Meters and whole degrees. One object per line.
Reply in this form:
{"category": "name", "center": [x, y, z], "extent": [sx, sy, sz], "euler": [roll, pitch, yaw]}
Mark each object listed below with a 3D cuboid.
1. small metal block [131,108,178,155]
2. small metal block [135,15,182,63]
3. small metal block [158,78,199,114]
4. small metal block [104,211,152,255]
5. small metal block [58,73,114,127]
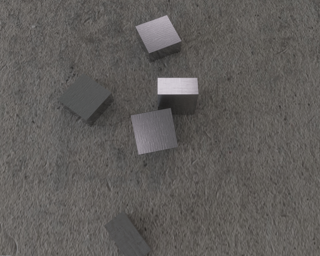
{"category": "small metal block", "center": [-0.008, 0.003, 0.397], "extent": [0.050, 0.025, 0.050], "euler": [-11, 95, -4]}
{"category": "small metal block", "center": [-0.002, -0.131, 0.456], "extent": [0.050, 0.025, 0.050], "euler": [-23, 72, -8]}
{"category": "small metal block", "center": [0.022, -0.041, 0.408], "extent": [0.050, 0.050, 0.025], "euler": [0, 63, 0]}
{"category": "small metal block", "center": [-0.034, 0.124, 0.349], "extent": [0.025, 0.050, 0.050], "euler": [-36, 74, -12]}
{"category": "small metal block", "center": [-0.100, -0.038, 0.421], "extent": [0.050, 0.025, 0.050], "euler": [35, 74, 12]}
